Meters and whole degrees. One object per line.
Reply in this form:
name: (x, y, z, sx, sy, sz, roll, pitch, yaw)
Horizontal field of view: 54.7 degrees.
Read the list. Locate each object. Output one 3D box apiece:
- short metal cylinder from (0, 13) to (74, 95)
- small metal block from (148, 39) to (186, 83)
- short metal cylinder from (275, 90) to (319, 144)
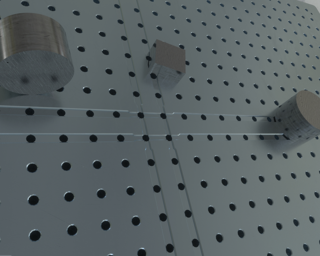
short metal cylinder: (-0.142, -0.080, 0.346, 0.081, 0.080, 0.050, -5, 64, -31)
small metal block: (0.011, -0.103, 0.479, 0.050, 0.025, 0.050, 15, 55, -20)
short metal cylinder: (0.251, -0.019, 0.542, 0.081, 0.050, 0.080, 14, 56, -21)
